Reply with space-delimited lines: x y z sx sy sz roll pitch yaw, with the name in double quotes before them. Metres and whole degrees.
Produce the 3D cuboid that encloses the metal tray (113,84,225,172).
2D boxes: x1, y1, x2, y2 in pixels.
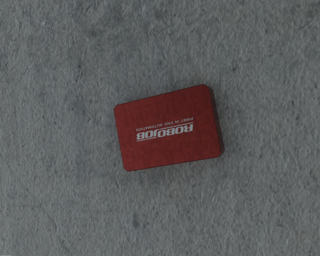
"metal tray" 0.010 0.002 0.403 0.130 0.030 0.090 -12 86 19
